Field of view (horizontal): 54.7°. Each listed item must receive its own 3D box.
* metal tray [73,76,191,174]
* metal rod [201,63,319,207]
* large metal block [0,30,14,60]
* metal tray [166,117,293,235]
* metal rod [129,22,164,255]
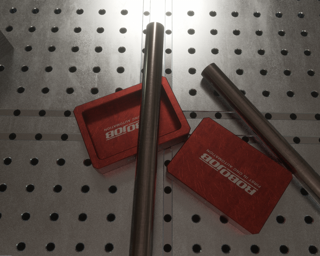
[{"bbox_3d":[-0.037,-0.006,0.410,0.131,0.030,0.090,-21,72,-8],"label":"metal tray"},{"bbox_3d":[0.159,0.029,0.403,0.025,0.025,0.300,-35,74,-12],"label":"metal rod"},{"bbox_3d":[-0.265,-0.120,0.423,0.050,0.080,0.080,39,74,12],"label":"large metal block"},{"bbox_3d":[0.084,0.058,0.389,0.130,0.030,0.090,35,73,11],"label":"metal tray"},{"bbox_3d":[-0.014,0.001,0.378,0.025,0.025,0.299,3,70,1],"label":"metal rod"}]
